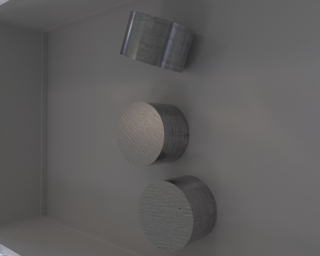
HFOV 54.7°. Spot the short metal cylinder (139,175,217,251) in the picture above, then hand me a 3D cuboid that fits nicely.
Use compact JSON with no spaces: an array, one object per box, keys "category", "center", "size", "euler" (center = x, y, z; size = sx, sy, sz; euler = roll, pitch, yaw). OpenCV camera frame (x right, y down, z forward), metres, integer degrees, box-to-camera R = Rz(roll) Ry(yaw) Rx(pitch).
[{"category":"short metal cylinder","center":[0.021,0.100,0.374],"size":[0.080,0.050,0.080],"euler":[0,90,40]}]

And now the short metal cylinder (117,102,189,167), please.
[{"category":"short metal cylinder","center":[-0.010,0.008,0.399],"size":[0.080,0.050,0.080],"euler":[0,90,40]}]

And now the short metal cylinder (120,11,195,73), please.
[{"category":"short metal cylinder","center":[-0.003,-0.103,0.374],"size":[0.080,0.081,0.050],"euler":[28,108,36]}]
